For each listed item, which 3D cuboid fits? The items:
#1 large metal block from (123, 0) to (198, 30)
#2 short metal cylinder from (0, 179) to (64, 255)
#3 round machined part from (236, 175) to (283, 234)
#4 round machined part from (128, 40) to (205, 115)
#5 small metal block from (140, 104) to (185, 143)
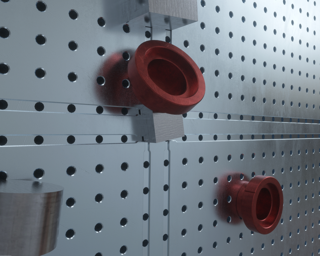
[{"bbox_3d":[0.000,-0.175,0.392,0.081,0.050,0.079,-7,94,-40],"label":"large metal block"},{"bbox_3d":[-0.128,0.075,0.267,0.081,0.080,0.050,9,84,-40],"label":"short metal cylinder"},{"bbox_3d":[0.171,0.131,0.541,0.099,0.042,0.097,0,90,-40],"label":"round machined part"},{"bbox_3d":[0.004,-0.057,0.384,0.099,0.042,0.098,18,52,-24],"label":"round machined part"},{"bbox_3d":[0.004,-0.010,0.412,0.050,0.025,0.050,-11,97,-39],"label":"small metal block"}]
